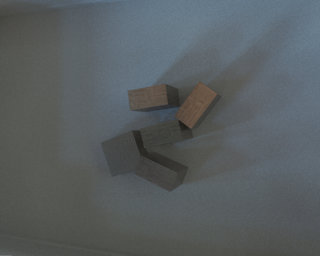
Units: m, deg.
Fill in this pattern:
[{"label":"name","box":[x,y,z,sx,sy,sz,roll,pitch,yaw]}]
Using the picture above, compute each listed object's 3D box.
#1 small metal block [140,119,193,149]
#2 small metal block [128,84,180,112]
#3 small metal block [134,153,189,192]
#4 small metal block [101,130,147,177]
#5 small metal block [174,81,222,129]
[{"label":"small metal block","box":[0.010,0.007,0.394,0.050,0.050,0.025,-14,86,20]},{"label":"small metal block","box":[-0.007,-0.037,0.400,0.050,0.050,0.025,-8,88,20]},{"label":"small metal block","box":[0.003,0.054,0.396,0.050,0.050,0.025,24,98,18]},{"label":"small metal block","box":[-0.047,0.035,0.427,0.050,0.025,0.050,-21,83,18]},{"label":"small metal block","box":[0.048,-0.027,0.379,0.025,0.050,0.050,38,102,12]}]
